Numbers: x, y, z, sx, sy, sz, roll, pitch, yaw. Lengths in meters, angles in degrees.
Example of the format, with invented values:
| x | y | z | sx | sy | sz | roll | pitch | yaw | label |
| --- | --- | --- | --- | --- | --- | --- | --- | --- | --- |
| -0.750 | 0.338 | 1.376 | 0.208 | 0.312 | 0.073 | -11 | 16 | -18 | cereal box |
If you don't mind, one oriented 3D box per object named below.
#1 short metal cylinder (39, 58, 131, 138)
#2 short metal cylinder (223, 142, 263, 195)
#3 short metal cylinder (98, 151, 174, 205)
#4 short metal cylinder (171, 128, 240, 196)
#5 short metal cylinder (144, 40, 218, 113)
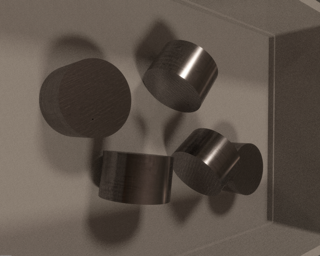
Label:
| x | y | z | sx | sy | sz | roll | pitch | yaw | label |
| --- | --- | --- | --- | --- | --- | --- | --- | --- | --- |
| -0.078 | -0.030 | 0.326 | 0.081 | 0.050 | 0.079 | 0 | 90 | -40 | short metal cylinder |
| 0.120 | 0.063 | 0.494 | 0.081 | 0.050 | 0.079 | 0 | 90 | -40 | short metal cylinder |
| -0.026 | 0.054 | 0.351 | 0.081 | 0.080 | 0.050 | 9 | 85 | -40 | short metal cylinder |
| 0.061 | 0.047 | 0.425 | 0.050 | 0.080 | 0.080 | -45 | 118 | -31 | short metal cylinder |
| 0.027 | -0.064 | 0.395 | 0.080 | 0.080 | 0.050 | 46 | 62 | -31 | short metal cylinder |
